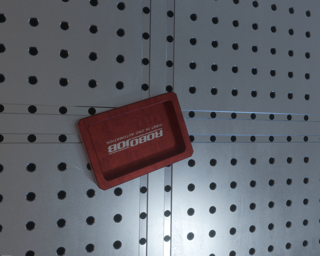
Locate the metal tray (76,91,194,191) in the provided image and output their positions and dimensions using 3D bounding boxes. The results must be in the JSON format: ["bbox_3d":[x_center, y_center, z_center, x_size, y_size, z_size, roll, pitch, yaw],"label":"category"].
[{"bbox_3d":[-0.030,0.014,0.398,0.131,0.030,0.090,-19,97,-19],"label":"metal tray"}]
